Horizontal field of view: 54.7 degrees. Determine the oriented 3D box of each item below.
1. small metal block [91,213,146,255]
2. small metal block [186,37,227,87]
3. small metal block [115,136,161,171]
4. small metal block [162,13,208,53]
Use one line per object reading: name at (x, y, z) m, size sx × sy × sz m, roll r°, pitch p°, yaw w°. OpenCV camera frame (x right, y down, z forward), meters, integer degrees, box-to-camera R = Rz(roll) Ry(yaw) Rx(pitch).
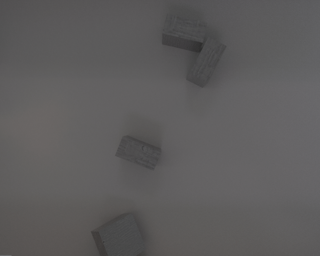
small metal block at (-0.053, 0.144, 0.397) m, size 0.050 × 0.025 × 0.050 m, roll -21°, pitch 87°, yaw -38°
small metal block at (0.058, -0.083, 0.399) m, size 0.025 × 0.050 × 0.050 m, roll 27°, pitch 90°, yaw 0°
small metal block at (-0.026, 0.031, 0.399) m, size 0.050 × 0.050 × 0.025 m, roll 22°, pitch 90°, yaw 0°
small metal block at (0.030, -0.121, 0.399) m, size 0.050 × 0.050 × 0.025 m, roll 13°, pitch 90°, yaw 0°
